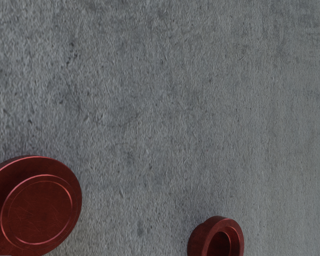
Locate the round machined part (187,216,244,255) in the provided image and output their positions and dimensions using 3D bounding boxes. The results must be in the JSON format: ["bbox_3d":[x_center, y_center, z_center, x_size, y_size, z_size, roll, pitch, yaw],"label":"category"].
[{"bbox_3d":[0.079,0.179,0.460,0.099,0.042,0.097,0,90,-40],"label":"round machined part"}]

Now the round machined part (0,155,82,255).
[{"bbox_3d":[-0.119,0.076,0.294,0.099,0.042,0.097,0,90,-40],"label":"round machined part"}]
